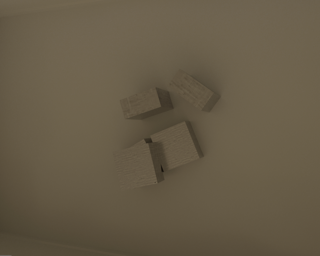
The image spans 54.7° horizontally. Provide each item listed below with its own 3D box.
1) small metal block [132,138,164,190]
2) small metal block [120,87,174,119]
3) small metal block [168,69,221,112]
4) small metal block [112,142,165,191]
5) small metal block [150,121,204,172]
[{"bbox_3d":[-0.025,0.048,0.419,0.050,0.025,0.050,-32,80,17],"label":"small metal block"},{"bbox_3d":[-0.016,-0.030,0.403,0.050,0.050,0.025,-18,84,19],"label":"small metal block"},{"bbox_3d":[0.044,-0.045,0.382,0.050,0.050,0.025,38,102,16],"label":"small metal block"},{"bbox_3d":[-0.027,0.048,0.393,0.050,0.025,0.050,-15,85,19],"label":"small metal block"},{"bbox_3d":[0.022,0.024,0.403,0.050,0.025,0.050,-23,82,18],"label":"small metal block"}]
